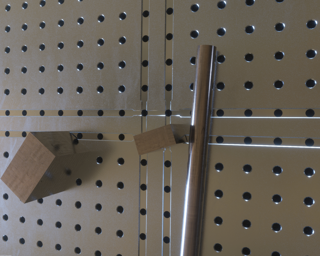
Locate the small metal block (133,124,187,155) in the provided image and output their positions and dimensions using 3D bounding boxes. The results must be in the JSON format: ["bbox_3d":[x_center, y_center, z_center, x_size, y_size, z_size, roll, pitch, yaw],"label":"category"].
[{"bbox_3d":[0.001,0.014,0.398,0.050,0.050,0.025,-18,84,19],"label":"small metal block"}]

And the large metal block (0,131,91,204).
[{"bbox_3d":[-0.158,0.051,0.438,0.050,0.080,0.080,39,102,15],"label":"large metal block"}]

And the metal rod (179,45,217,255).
[{"bbox_3d":[0.047,0.046,0.395,0.025,0.025,0.298,5,92,19],"label":"metal rod"}]
